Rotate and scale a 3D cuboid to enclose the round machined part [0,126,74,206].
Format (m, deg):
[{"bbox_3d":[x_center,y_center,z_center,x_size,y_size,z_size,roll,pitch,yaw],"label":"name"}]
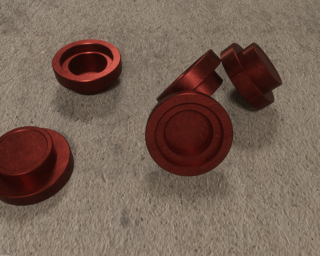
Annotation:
[{"bbox_3d":[-0.155,0.036,0.360,0.099,0.042,0.098,0,50,0],"label":"round machined part"}]

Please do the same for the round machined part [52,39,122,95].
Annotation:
[{"bbox_3d":[-0.106,-0.087,0.464,0.099,0.042,0.098,0,50,0],"label":"round machined part"}]

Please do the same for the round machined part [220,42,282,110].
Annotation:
[{"bbox_3d":[0.129,-0.077,0.422,0.042,0.098,0.098,-34,43,30],"label":"round machined part"}]

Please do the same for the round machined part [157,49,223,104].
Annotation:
[{"bbox_3d":[0.045,-0.056,0.415,0.042,0.098,0.098,47,58,-6],"label":"round machined part"}]

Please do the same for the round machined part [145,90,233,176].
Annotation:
[{"bbox_3d":[0.033,0.004,0.365,0.099,0.097,0.042,0,15,0],"label":"round machined part"}]
